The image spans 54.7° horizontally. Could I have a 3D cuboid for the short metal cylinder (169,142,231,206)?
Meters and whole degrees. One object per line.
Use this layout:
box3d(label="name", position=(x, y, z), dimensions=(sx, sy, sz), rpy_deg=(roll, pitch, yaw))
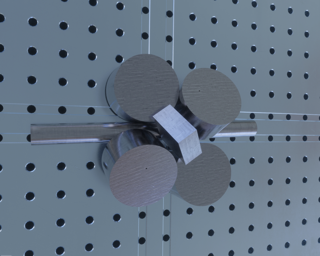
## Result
box3d(label="short metal cylinder", position=(0.046, 0.058, 0.413), dimensions=(0.081, 0.050, 0.079), rpy_deg=(0, 90, -20))

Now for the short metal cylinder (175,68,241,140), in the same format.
box3d(label="short metal cylinder", position=(0.057, -0.030, 0.403), dimensions=(0.081, 0.050, 0.080), rpy_deg=(8, 64, -16))

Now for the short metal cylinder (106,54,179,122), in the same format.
box3d(label="short metal cylinder", position=(-0.023, -0.047, 0.387), dimensions=(0.081, 0.050, 0.079), rpy_deg=(0, 90, -20))

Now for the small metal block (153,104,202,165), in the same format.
box3d(label="small metal block", position=(0.021, 0.008, 0.365), dimensions=(0.025, 0.050, 0.050), rpy_deg=(-36, 144, -11))

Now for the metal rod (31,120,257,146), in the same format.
box3d(label="metal rod", position=(-0.006, 0.004, 0.406), dimensions=(0.303, 0.025, 0.025), rpy_deg=(-2, 91, -20))

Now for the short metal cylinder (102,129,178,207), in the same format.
box3d(label="short metal cylinder", position=(-0.026, 0.047, 0.373), dimensions=(0.081, 0.050, 0.079), rpy_deg=(-8, 113, -18))
